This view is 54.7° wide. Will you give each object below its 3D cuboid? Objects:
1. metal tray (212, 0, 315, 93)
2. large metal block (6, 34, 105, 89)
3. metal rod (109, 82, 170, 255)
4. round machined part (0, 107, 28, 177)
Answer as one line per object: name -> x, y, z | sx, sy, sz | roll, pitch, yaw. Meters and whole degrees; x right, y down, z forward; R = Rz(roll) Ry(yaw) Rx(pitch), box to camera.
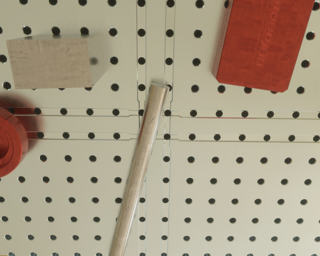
metal tray -> 0.122, -0.114, 0.371 | 0.091, 0.030, 0.129 | 8, 110, -4
large metal block -> -0.112, -0.079, 0.353 | 0.081, 0.080, 0.050 | -2, 110, 0
metal rod -> -0.036, 0.082, 0.442 | 0.025, 0.025, 0.298 | 13, 110, -5
round machined part -> -0.222, 0.014, 0.406 | 0.099, 0.042, 0.097 | 0, 110, -1
